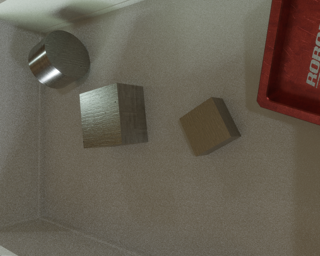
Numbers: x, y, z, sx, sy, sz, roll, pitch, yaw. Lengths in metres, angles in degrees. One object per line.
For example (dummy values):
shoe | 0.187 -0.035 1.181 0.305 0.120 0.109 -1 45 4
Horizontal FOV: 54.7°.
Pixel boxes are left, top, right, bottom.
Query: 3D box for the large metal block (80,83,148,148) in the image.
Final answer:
large metal block | -0.067 -0.015 0.444 0.080 0.050 0.080 -9 84 39

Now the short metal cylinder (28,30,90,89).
short metal cylinder | -0.162 -0.110 0.502 0.050 0.081 0.080 -20 77 38

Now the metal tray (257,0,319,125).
metal tray | 0.137 -0.069 0.258 0.090 0.030 0.129 24 128 37

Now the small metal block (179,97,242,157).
small metal block | 0.057 -0.001 0.358 0.050 0.025 0.050 -35 69 34
